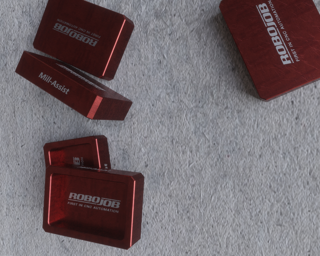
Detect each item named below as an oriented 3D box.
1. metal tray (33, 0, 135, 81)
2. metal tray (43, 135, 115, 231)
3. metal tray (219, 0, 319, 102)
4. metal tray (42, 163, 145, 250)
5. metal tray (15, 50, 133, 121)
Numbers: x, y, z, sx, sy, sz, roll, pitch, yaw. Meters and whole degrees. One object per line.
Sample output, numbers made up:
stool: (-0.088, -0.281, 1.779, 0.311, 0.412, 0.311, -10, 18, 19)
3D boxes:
metal tray: (-0.112, -0.134, 0.446, 0.130, 0.030, 0.090, 26, 98, 18)
metal tray: (-0.115, 0.080, 0.446, 0.090, 0.030, 0.129, -9, 87, 19)
metal tray: (0.136, -0.106, 0.358, 0.090, 0.030, 0.129, -24, 82, 18)
metal tray: (-0.088, 0.098, 0.404, 0.130, 0.030, 0.089, 4, 91, 19)
metal tray: (-0.112, -0.054, 0.413, 0.130, 0.090, 0.030, 31, 100, 17)
